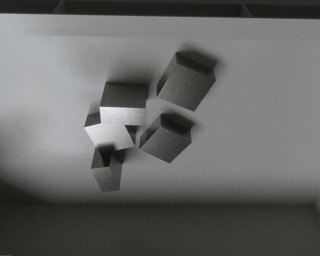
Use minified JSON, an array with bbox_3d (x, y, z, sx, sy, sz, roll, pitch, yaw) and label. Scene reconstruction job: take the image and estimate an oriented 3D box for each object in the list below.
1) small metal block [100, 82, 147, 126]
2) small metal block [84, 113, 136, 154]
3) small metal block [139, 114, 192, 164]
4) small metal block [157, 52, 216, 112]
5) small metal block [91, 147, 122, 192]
[{"bbox_3d":[-0.042,-0.029,0.367,0.050,0.050,0.025,2,130,-2],"label":"small metal block"},{"bbox_3d":[-0.065,0.004,0.411,0.050,0.025,0.050,-13,129,10],"label":"small metal block"},{"bbox_3d":[0.007,0.016,0.423,0.050,0.025,0.050,28,125,-22],"label":"small metal block"},{"bbox_3d":[0.030,-0.053,0.365,0.050,0.025,0.050,20,127,-17],"label":"small metal block"},{"bbox_3d":[-0.074,0.054,0.438,0.025,0.050,0.050,-8,130,6],"label":"small metal block"}]
